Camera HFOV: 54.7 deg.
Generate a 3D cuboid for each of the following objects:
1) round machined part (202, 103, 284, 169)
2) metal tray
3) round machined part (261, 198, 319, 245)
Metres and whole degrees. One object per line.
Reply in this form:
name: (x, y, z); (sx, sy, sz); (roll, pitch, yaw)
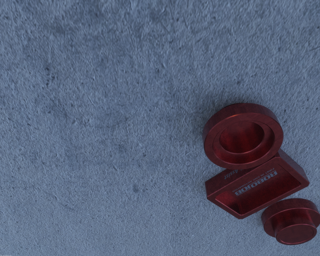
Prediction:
round machined part: (0.104, 0.006, 0.403); (0.099, 0.042, 0.097); (-1, 130, 0)
metal tray: (0.147, 0.087, 0.479); (0.090, 0.030, 0.130); (36, 121, -27)
round machined part: (0.233, 0.170, 0.545); (0.099, 0.042, 0.097); (-1, 130, 0)
